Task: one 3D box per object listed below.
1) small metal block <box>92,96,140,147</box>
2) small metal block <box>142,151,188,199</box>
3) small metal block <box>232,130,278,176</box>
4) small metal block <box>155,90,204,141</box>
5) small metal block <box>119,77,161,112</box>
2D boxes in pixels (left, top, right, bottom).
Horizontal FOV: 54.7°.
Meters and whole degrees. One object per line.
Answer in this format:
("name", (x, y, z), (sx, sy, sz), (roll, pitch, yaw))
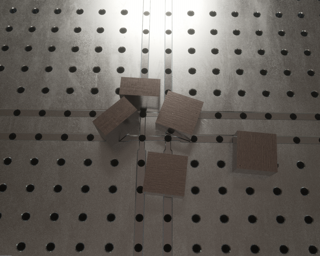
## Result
("small metal block", (-0.055, -0.007, 0.400), (0.050, 0.050, 0.025), (-41, 76, -14))
("small metal block", (0.007, 0.060, 0.390), (0.050, 0.025, 0.050), (7, 70, 2))
("small metal block", (0.122, 0.033, 0.401), (0.050, 0.025, 0.050), (5, 70, 1))
("small metal block", (0.026, -0.017, 0.418), (0.050, 0.025, 0.050), (19, 71, 6))
("small metal block", (-0.025, -0.044, 0.414), (0.050, 0.050, 0.025), (3, 70, 1))
